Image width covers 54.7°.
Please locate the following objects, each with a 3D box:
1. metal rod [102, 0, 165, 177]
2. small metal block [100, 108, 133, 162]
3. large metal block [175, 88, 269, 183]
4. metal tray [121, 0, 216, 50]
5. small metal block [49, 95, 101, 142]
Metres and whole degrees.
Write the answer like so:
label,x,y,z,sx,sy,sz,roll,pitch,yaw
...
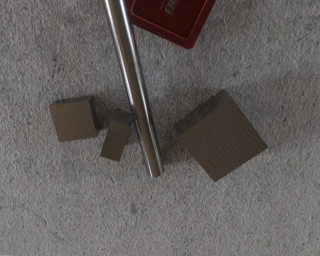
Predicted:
label,x,y,z,sx,sy,sz,roll,pitch,yaw
metal rod,-0.033,-0.067,0.361,0.025,0.025,0.298,-10,119,3
small metal block,-0.054,0.008,0.399,0.025,0.050,0.050,18,109,-7
large metal block,0.077,0.009,0.401,0.080,0.050,0.080,-36,107,12
metal tray,0.022,-0.166,0.346,0.090,0.030,0.129,23,108,-9
small metal block,-0.110,-0.012,0.404,0.050,0.025,0.050,-8,110,2
